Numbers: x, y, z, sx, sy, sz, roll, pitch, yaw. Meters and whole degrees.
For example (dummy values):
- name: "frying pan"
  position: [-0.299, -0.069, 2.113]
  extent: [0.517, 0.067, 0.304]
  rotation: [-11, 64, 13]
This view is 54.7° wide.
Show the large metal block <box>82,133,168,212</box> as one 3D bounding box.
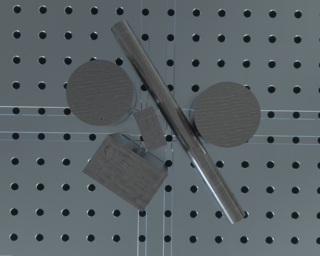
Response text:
- name: "large metal block"
  position: [-0.038, 0.050, 0.381]
  extent: [0.080, 0.080, 0.050]
  rotation: [34, 91, 0]

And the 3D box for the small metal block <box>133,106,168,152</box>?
- name: "small metal block"
  position: [-0.012, 0.001, 0.397]
  extent: [0.025, 0.050, 0.050]
  rotation: [-21, 90, 0]

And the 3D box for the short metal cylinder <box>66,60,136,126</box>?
- name: "short metal cylinder"
  position: [-0.073, -0.042, 0.396]
  extent: [0.081, 0.050, 0.079]
  rotation: [0, 90, 0]

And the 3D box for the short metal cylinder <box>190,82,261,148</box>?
- name: "short metal cylinder"
  position: [0.081, -0.016, 0.398]
  extent: [0.081, 0.050, 0.079]
  rotation: [0, 90, 0]

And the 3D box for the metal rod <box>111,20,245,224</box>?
- name: "metal rod"
  position: [0.024, -0.008, 0.410]
  extent: [0.025, 0.025, 0.299]
  rotation: [-31, 90, 0]
